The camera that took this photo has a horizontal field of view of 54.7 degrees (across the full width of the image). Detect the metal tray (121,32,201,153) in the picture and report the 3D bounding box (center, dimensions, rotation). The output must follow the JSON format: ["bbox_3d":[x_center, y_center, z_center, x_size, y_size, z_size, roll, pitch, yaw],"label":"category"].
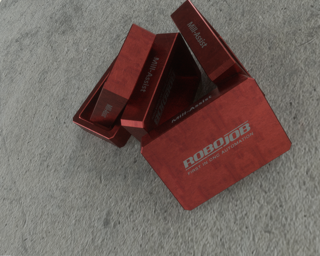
[{"bbox_3d":[0.008,-0.040,0.383,0.030,0.090,0.130,7,65,31],"label":"metal tray"}]

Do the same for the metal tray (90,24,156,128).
[{"bbox_3d":[-0.051,-0.060,0.394,0.130,0.030,0.090,-39,29,66],"label":"metal tray"}]

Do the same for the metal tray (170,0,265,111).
[{"bbox_3d":[0.069,-0.090,0.379,0.030,0.090,0.130,-39,50,20],"label":"metal tray"}]

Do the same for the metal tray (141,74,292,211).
[{"bbox_3d":[0.057,0.016,0.323,0.130,0.090,0.030,-34,17,6],"label":"metal tray"}]

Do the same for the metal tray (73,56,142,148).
[{"bbox_3d":[-0.059,-0.044,0.458,0.090,0.030,0.130,22,73,35],"label":"metal tray"}]
